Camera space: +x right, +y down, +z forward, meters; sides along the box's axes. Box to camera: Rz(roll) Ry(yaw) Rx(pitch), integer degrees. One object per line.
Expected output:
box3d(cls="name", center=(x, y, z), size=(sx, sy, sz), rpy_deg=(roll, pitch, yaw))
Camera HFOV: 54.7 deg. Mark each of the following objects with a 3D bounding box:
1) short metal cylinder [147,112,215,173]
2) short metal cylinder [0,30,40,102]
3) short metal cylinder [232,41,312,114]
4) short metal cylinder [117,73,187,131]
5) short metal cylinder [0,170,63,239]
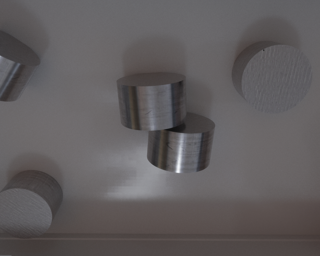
box3d(cls="short metal cylinder", center=(0.025, 0.015, 0.388), size=(0.081, 0.080, 0.050), rpy_deg=(4, 110, -2))
box3d(cls="short metal cylinder", center=(-0.187, -0.074, 0.352), size=(0.080, 0.080, 0.050), rpy_deg=(34, 107, -12))
box3d(cls="short metal cylinder", center=(0.133, -0.063, 0.377), size=(0.081, 0.050, 0.079), rpy_deg=(0, 110, -1))
box3d(cls="short metal cylinder", center=(-0.009, -0.034, 0.369), size=(0.081, 0.080, 0.050), rpy_deg=(-3, 110, 1))
box3d(cls="short metal cylinder", center=(-0.184, 0.106, 0.435), size=(0.081, 0.050, 0.079), rpy_deg=(0, 110, -1))
